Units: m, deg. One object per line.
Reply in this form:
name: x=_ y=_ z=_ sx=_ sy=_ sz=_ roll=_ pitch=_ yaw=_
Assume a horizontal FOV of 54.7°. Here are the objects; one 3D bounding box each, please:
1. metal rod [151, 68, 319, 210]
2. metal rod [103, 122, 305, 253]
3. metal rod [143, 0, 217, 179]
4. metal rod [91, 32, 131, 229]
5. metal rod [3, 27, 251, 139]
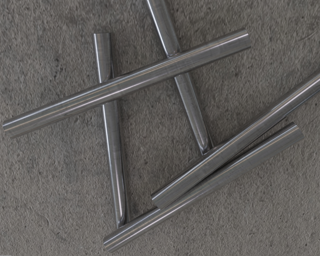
metal rod: x=0.114 y=0.005 z=0.393 sx=0.300 sy=0.025 sz=0.025 roll=-38 pitch=106 yaw=5
metal rod: x=0.049 y=0.084 z=0.413 sx=0.300 sy=0.025 sz=0.025 roll=-34 pitch=107 yaw=11
metal rod: x=0.031 y=-0.053 z=0.390 sx=0.025 sy=0.025 sz=0.299 roll=-19 pitch=109 yaw=7
metal rod: x=-0.061 y=0.027 z=0.418 sx=0.025 sy=0.025 sz=0.298 roll=-3 pitch=110 yaw=1
metal rod: x=-0.044 y=-0.049 z=0.363 sx=0.301 sy=0.025 sz=0.025 roll=-20 pitch=109 yaw=7
